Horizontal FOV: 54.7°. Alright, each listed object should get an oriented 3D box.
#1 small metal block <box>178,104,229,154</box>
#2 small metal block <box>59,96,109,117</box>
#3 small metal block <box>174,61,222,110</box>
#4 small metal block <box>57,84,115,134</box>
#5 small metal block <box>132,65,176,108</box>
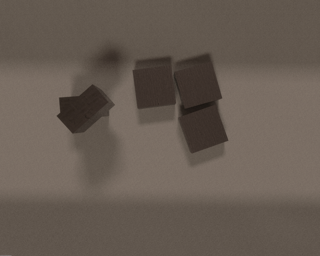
[{"bbox_3d":[0.057,0.001,0.412,0.050,0.025,0.050,-20,90,-1],"label":"small metal block"},{"bbox_3d":[-0.096,-0.026,0.398,0.050,0.050,0.025,-4,90,-1],"label":"small metal block"},{"bbox_3d":[0.050,-0.056,0.412,0.050,0.025,0.050,-16,90,-1],"label":"small metal block"},{"bbox_3d":[-0.081,-0.020,0.348,0.050,0.050,0.025,-42,91,0],"label":"small metal block"},{"bbox_3d":[-0.007,-0.053,0.411,0.050,0.025,0.050,-7,90,-1],"label":"small metal block"}]
